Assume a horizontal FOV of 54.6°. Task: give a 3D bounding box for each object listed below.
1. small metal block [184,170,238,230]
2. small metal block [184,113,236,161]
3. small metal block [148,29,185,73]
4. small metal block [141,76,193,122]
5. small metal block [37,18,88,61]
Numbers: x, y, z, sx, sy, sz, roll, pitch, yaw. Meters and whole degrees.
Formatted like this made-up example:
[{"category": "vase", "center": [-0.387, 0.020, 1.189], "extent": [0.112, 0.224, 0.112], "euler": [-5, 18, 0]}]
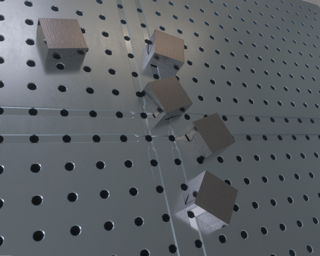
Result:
[{"category": "small metal block", "center": [0.065, 0.090, 0.388], "extent": [0.050, 0.025, 0.050], "euler": [33, 51, -7]}, {"category": "small metal block", "center": [0.071, 0.011, 0.439], "extent": [0.050, 0.025, 0.050], "euler": [-20, 72, -35]}, {"category": "small metal block", "center": [0.010, -0.121, 0.487], "extent": [0.050, 0.025, 0.050], "euler": [14, 56, -20]}, {"category": "small metal block", "center": [0.010, -0.042, 0.439], "extent": [0.050, 0.025, 0.050], "euler": [-21, 73, -36]}, {"category": "small metal block", "center": [-0.130, -0.117, 0.409], "extent": [0.050, 0.025, 0.050], "euler": [-10, 67, -33]}]
